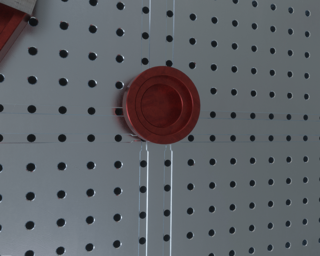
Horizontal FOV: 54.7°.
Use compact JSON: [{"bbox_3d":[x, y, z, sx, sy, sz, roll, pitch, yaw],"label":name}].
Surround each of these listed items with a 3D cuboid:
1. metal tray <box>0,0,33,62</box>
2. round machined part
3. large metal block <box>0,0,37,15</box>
[{"bbox_3d":[-0.219,-0.132,0.328,0.130,0.030,0.090,32,80,-17],"label":"metal tray"},{"bbox_3d":[-0.001,-0.029,0.403,0.099,0.042,0.097,0,90,-20],"label":"round machined part"},{"bbox_3d":[-0.160,-0.176,0.314,0.081,0.050,0.080,16,52,-30],"label":"large metal block"}]
